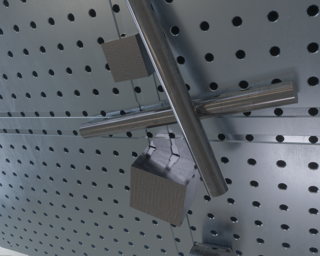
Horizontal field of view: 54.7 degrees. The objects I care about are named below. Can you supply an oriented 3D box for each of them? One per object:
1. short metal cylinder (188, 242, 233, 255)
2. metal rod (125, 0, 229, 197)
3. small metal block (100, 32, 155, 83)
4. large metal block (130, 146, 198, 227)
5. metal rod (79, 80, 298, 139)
[{"bbox_3d":[0.077,0.220,0.471,0.050,0.080,0.080,0,118,28],"label":"short metal cylinder"},{"bbox_3d":[0.010,-0.059,0.344,0.025,0.025,0.299,-17,102,35],"label":"metal rod"},{"bbox_3d":[-0.037,-0.086,0.377,0.050,0.025,0.050,-5,116,30],"label":"small metal block"},{"bbox_3d":[0.005,0.083,0.444,0.080,0.050,0.079,17,125,18],"label":"large metal block"},{"bbox_3d":[0.012,-0.016,0.394,0.300,0.025,0.025,-9,114,32],"label":"metal rod"}]
